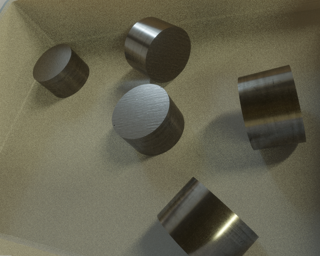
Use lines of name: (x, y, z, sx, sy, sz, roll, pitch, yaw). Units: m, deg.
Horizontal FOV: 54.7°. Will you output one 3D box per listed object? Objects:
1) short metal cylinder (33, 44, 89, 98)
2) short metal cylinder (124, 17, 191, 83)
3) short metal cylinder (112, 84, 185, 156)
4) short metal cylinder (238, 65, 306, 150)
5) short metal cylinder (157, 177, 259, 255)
short metal cylinder: (-0.172, -0.099, 0.541, 0.080, 0.050, 0.080, -13, 56, 21)
short metal cylinder: (-0.003, -0.111, 0.440, 0.080, 0.080, 0.050, -48, 51, -5)
short metal cylinder: (-0.015, -0.010, 0.404, 0.080, 0.050, 0.080, -13, 56, 21)
short metal cylinder: (0.116, -0.020, 0.322, 0.050, 0.080, 0.080, -12, 57, 22)
short metal cylinder: (0.044, 0.092, 0.291, 0.050, 0.080, 0.080, -47, 51, -4)
